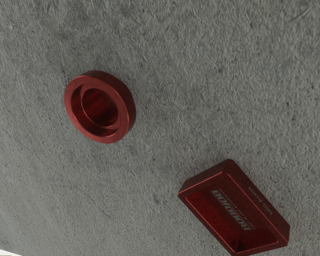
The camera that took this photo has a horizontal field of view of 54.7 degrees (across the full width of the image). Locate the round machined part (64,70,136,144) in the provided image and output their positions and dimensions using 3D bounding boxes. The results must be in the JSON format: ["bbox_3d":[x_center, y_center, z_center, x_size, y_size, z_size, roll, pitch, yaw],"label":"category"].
[{"bbox_3d":[-0.075,-0.031,0.414,0.098,0.042,0.097,13,124,20],"label":"round machined part"}]

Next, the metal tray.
[{"bbox_3d":[0.099,0.113,0.420,0.130,0.030,0.090,49,128,-7],"label":"metal tray"}]
